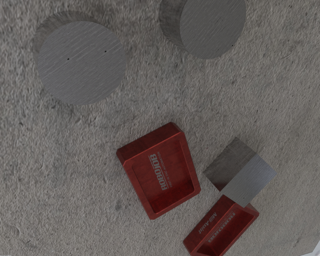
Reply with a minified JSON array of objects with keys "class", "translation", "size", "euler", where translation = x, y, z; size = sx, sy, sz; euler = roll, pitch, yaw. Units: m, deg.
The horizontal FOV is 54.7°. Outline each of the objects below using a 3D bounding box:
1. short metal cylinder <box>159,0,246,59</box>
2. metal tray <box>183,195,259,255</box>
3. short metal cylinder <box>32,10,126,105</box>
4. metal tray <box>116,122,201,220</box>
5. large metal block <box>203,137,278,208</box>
[{"class":"short metal cylinder","translation":[0.046,-0.122,0.340],"size":[0.081,0.050,0.079],"euler":[-14,124,-21]},{"class":"metal tray","translation":[0.116,0.189,0.583],"size":[0.090,0.030,0.130],"euler":[31,101,-38]},{"class":"short metal cylinder","translation":[-0.080,-0.069,0.304],"size":[0.081,0.050,0.079],"euler":[-14,124,-21]},{"class":"metal tray","translation":[0.003,0.065,0.444],"size":[0.090,0.030,0.129],"euler":[-28,128,-11]},{"class":"large metal block","translation":[0.132,0.074,0.508],"size":[0.080,0.050,0.080],"euler":[-48,129,6]}]
